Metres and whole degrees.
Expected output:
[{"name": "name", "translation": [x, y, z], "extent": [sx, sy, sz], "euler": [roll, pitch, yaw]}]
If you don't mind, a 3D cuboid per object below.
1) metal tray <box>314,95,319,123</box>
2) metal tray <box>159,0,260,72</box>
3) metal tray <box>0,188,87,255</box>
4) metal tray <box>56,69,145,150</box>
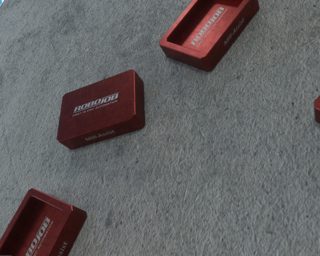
[{"name": "metal tray", "translation": [0.231, -0.042, 0.304], "extent": [0.130, 0.030, 0.090], "euler": [-47, 51, -5]}, {"name": "metal tray", "translation": [0.072, -0.151, 0.455], "extent": [0.090, 0.030, 0.130], "euler": [30, 78, 37]}, {"name": "metal tray", "translation": [-0.161, 0.151, 0.392], "extent": [0.090, 0.030, 0.130], "euler": [12, 68, 33]}, {"name": "metal tray", "translation": [-0.088, -0.027, 0.464], "extent": [0.130, 0.030, 0.090], "euler": [-16, 55, 18]}]
